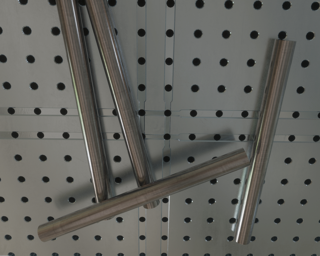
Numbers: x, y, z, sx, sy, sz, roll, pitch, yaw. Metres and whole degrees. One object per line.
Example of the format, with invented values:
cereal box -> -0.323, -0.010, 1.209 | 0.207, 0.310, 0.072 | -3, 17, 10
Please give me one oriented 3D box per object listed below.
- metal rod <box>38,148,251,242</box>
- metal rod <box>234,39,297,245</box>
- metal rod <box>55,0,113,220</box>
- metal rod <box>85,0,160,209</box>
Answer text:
metal rod -> -0.026, 0.093, 0.419 | 0.301, 0.025, 0.025 | -22, 109, 7
metal rod -> 0.140, 0.033, 0.427 | 0.025, 0.025, 0.298 | 5, 110, -2
metal rod -> -0.093, -0.010, 0.408 | 0.025, 0.025, 0.298 | -6, 110, 1
metal rod -> -0.045, -0.025, 0.403 | 0.025, 0.025, 0.298 | -12, 110, 4
